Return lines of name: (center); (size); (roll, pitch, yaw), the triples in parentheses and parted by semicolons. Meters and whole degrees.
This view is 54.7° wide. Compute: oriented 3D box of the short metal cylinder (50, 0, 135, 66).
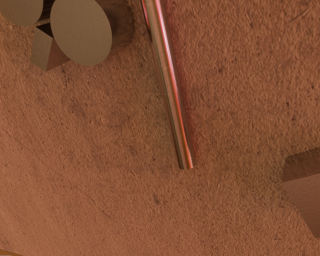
short metal cylinder: (-0.077, -0.118, 0.356); (0.080, 0.050, 0.079); (13, 124, 20)

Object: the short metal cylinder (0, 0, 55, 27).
short metal cylinder: (-0.153, -0.166, 0.366); (0.080, 0.050, 0.079); (13, 124, 20)

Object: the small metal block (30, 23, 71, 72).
small metal block: (-0.134, -0.106, 0.394); (0.025, 0.050, 0.050); (34, 129, 5)

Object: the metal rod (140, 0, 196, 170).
metal rod: (0.005, -0.082, 0.352); (0.025, 0.025, 0.298); (1, 119, 27)

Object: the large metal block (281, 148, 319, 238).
large metal block: (0.190, 0.065, 0.331); (0.080, 0.050, 0.080); (-25, 105, 36)
